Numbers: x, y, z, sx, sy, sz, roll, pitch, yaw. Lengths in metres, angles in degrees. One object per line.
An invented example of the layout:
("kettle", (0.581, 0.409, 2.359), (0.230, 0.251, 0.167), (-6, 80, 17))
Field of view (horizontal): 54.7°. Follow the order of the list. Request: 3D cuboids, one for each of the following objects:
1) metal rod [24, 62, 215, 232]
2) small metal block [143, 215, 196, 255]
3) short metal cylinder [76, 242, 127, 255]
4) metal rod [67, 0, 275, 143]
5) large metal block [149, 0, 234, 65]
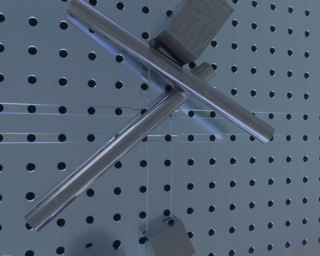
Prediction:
("metal rod", (-0.040, 0.014, 0.397), (0.301, 0.025, 0.025), (-42, 103, -15))
("small metal block", (0.013, 0.155, 0.418), (0.050, 0.025, 0.050), (-25, 99, -18))
("short metal cylinder", (-0.069, 0.187, 0.374), (0.081, 0.050, 0.079), (0, 90, -20))
("metal rod", (0.020, -0.069, 0.396), (0.301, 0.025, 0.025), (32, 79, -9))
("large metal block", (0.034, -0.126, 0.396), (0.050, 0.080, 0.080), (40, 77, -16))
